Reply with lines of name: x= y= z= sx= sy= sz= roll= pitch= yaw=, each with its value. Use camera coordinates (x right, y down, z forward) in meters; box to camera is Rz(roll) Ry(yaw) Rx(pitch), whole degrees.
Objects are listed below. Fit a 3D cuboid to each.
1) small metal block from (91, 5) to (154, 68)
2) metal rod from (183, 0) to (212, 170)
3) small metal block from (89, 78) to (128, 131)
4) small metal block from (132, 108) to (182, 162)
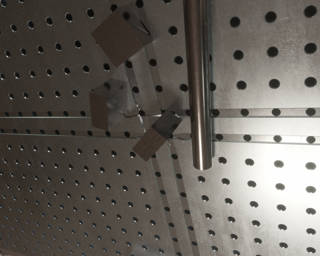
small metal block: x=-0.045 y=-0.108 z=0.367 sx=0.050 sy=0.025 sz=0.050 roll=-29 pitch=103 yaw=37
metal rod: x=0.041 y=-0.081 z=0.338 sx=0.025 sy=0.025 sz=0.298 roll=7 pitch=122 yaw=24
small metal block: x=-0.066 y=-0.032 z=0.409 sx=0.025 sy=0.050 sz=0.050 roll=16 pitch=125 yaw=19
small metal block: x=-0.004 y=0.009 z=0.401 sx=0.025 sy=0.050 sz=0.050 roll=41 pitch=129 yaw=0
